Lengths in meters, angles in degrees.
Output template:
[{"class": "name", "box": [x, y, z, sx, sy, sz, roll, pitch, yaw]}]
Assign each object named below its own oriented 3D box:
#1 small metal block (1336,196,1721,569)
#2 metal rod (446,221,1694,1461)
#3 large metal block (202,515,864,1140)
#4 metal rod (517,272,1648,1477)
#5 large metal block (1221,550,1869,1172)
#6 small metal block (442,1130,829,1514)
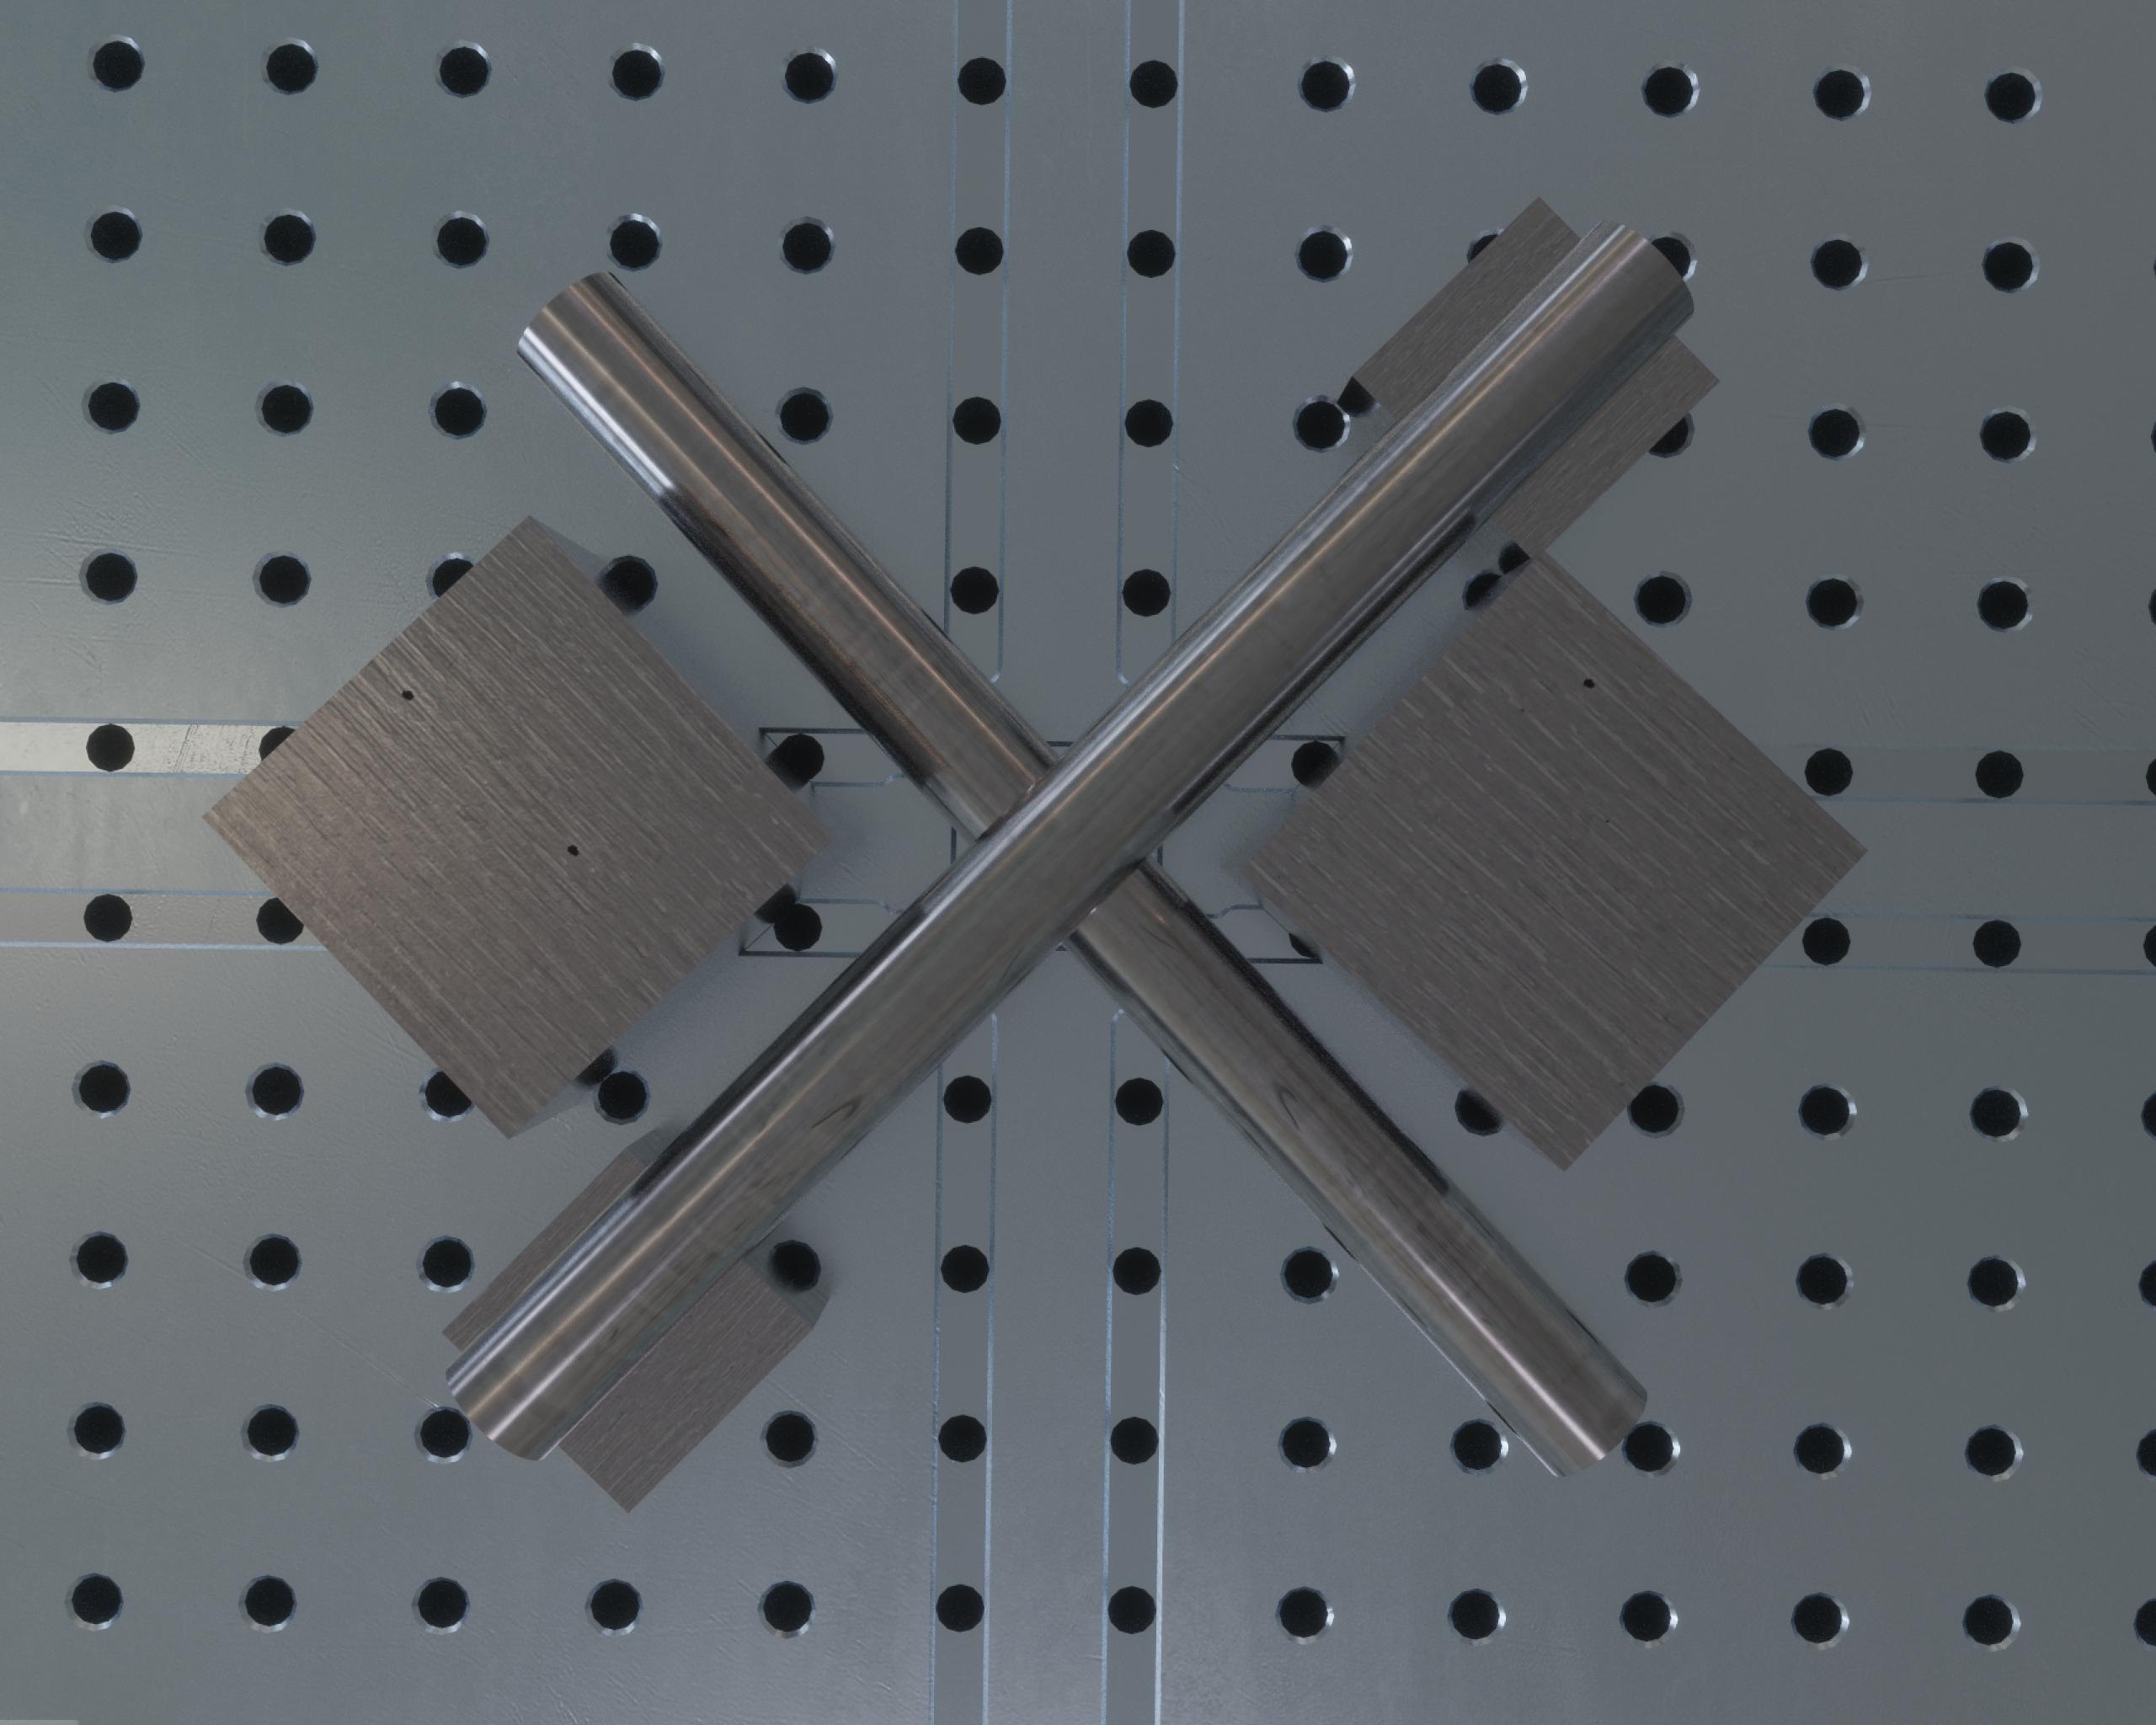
[{"class": "small metal block", "box": [0.088, -0.093, 0.414, 0.050, 0.025, 0.050, -44, 90, 0]}, {"class": "metal rod", "box": [-0.001, -0.004, 0.388, 0.300, 0.025, 0.025, -45, 90, 0]}, {"class": "large metal block", "box": [-0.101, -0.006, 0.400, 0.080, 0.050, 0.080, -43, 90, 0]}, {"class": "metal rod", "box": [0.001, 0.002, 0.412, 0.025, 0.025, 0.300, -43, 90, 0]}, {"class": "large metal block", "box": [0.086, 0.000, 0.401, 0.080, 0.050, 0.080, 43, 90, 0]}, {"class": "small metal block", "box": [-0.086, 0.090, 0.413, 0.050, 0.025, 0.050, 45, 90, 0]}]
